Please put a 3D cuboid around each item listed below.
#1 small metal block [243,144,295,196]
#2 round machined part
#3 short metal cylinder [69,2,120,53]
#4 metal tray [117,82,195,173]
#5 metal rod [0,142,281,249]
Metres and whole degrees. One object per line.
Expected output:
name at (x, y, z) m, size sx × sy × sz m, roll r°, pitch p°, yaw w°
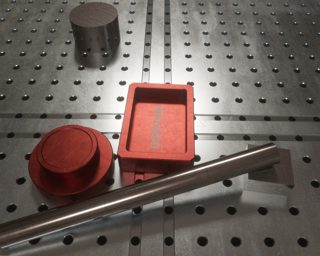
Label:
small metal block at (0.127, 0.049, 0.368) m, size 0.050 × 0.025 × 0.050 m, roll 7°, pitch 50°, yaw 5°
round machined part at (-0.105, 0.034, 0.366) m, size 0.099 × 0.042 × 0.098 m, roll 0°, pitch 50°, yaw 0°
short metal cylinder at (-0.111, -0.175, 0.537) m, size 0.081 × 0.050 × 0.080 m, roll 0°, pitch 50°, yaw 0°
metal tray at (-0.001, -0.004, 0.407) m, size 0.091 × 0.030 × 0.130 m, roll 3°, pitch 50°, yaw 2°
metal rod at (-0.015, 0.069, 0.331) m, size 0.302 × 0.025 × 0.025 m, roll -16°, pitch 52°, yaw -7°
